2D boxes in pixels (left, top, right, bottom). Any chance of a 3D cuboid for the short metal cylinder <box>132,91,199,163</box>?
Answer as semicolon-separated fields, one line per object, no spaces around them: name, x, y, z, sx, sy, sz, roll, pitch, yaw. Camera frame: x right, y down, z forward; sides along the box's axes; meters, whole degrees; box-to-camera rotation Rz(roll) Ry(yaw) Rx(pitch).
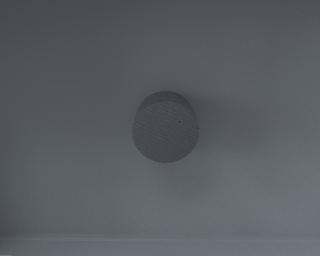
short metal cylinder;0.007;-0.002;0.397;0.080;0.050;0.079;0;110;0
